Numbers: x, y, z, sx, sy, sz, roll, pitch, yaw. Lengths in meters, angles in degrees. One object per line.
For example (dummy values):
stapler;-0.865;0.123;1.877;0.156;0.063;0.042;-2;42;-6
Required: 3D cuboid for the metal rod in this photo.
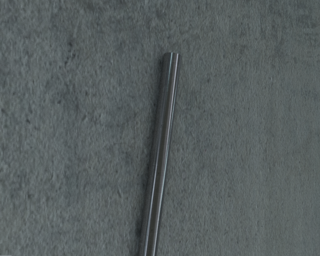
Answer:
metal rod;-0.002;0.049;0.405;0.025;0.025;0.298;12;82;-40
